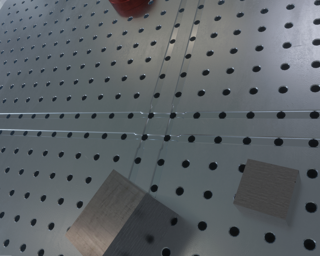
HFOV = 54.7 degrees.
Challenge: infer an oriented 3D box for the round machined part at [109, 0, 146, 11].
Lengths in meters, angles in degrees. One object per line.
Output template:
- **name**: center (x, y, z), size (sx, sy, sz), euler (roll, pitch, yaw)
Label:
- **round machined part**: center (-0.061, -0.279, 0.601), size (0.098, 0.042, 0.098), euler (-13, 56, 21)

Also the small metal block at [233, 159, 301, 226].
- **small metal block**: center (0.108, 0.064, 0.312), size (0.050, 0.025, 0.050), euler (11, 67, 33)

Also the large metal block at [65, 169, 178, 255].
- **large metal block**: center (-0.037, 0.102, 0.330), size (0.050, 0.080, 0.080), euler (28, 77, 37)
